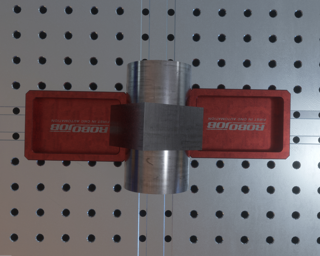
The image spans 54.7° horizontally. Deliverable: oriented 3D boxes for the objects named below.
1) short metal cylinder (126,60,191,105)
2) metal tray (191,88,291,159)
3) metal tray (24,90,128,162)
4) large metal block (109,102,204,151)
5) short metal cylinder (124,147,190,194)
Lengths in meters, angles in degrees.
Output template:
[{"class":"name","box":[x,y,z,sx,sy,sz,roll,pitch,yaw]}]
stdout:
[{"class":"short metal cylinder","box":[-0.001,-0.051,0.385,0.081,0.080,0.050,1,90,0]},{"class":"metal tray","box":[0.102,-0.005,0.411,0.131,0.030,0.089,1,90,0]},{"class":"metal tray","box":[-0.107,-0.003,0.409,0.131,0.030,0.089,1,90,0]},{"class":"large metal block","box":[-0.006,-0.001,0.371,0.081,0.080,0.050,2,90,-34]},{"class":"short metal cylinder","box":[-0.004,0.049,0.385,0.081,0.080,0.050,2,90,0]}]
